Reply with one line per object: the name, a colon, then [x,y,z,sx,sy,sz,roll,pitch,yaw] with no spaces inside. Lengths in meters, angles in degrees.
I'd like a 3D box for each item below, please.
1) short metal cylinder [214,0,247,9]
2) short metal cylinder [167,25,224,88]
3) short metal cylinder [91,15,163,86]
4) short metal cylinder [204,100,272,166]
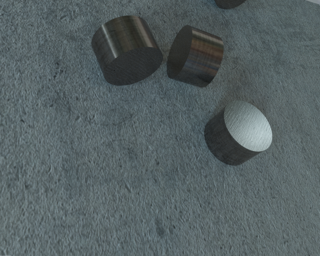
short metal cylinder: [0.140,-0.286,0.619,0.081,0.080,0.050,-3,64,-30]
short metal cylinder: [0.050,-0.105,0.459,0.050,0.080,0.080,14,56,-21]
short metal cylinder: [-0.043,-0.099,0.406,0.081,0.080,0.050,-12,68,-33]
short metal cylinder: [0.111,0.007,0.443,0.081,0.050,0.080,14,56,-21]
